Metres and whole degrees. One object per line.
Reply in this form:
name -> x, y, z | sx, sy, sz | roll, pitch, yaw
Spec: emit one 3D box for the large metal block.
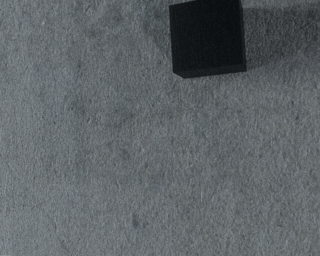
large metal block -> 0.059, -0.107, 0.375 | 0.080, 0.050, 0.080 | -4, 89, 20
